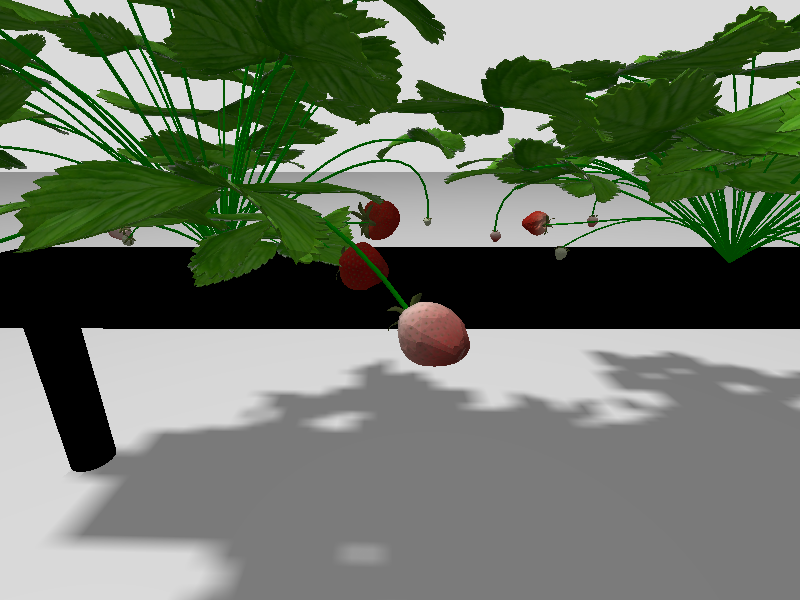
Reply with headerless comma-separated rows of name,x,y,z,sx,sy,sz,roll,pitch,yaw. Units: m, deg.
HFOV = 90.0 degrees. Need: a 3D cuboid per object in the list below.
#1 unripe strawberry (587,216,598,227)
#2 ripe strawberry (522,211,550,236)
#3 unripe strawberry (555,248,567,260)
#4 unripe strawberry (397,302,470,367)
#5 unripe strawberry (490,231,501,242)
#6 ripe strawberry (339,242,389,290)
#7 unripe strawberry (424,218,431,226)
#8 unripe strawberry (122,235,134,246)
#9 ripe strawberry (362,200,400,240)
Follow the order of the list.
unripe strawberry,0.251,-0.102,0.523,0.013,0.014,0.015,-5,20,-13
ripe strawberry,0.162,-0.092,0.480,0.029,0.029,0.032,18,26,42
unripe strawberry,0.147,-0.042,0.368,0.010,0.012,0.012,13,20,0
unripe strawberry,0.015,0.015,0.175,0.032,0.027,0.032,-17,38,-39
unripe strawberry,0.104,-0.069,0.434,0.011,0.011,0.011,8,21,22
ripe strawberry,-0.024,-0.022,0.280,0.035,0.034,0.032,14,24,28
unripe strawberry,0.036,-0.103,0.527,0.010,0.010,0.011,-17,26,-40
unripe strawberry,-0.289,-0.063,0.425,0.012,0.012,0.011,-28,2,34
ripe strawberry,-0.019,-0.091,0.450,0.044,0.046,0.040,-14,24,-36
